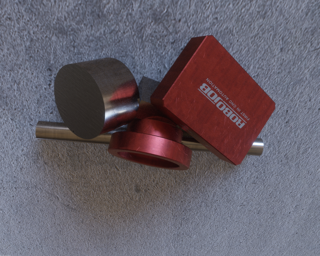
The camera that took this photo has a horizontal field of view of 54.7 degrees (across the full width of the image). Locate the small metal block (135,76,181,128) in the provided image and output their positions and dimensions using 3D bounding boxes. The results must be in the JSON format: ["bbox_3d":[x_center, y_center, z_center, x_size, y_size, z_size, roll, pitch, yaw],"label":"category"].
[{"bbox_3d":[-0.002,-0.030,0.365,0.050,0.050,0.025,18,128,-15],"label":"small metal block"}]

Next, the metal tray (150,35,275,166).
[{"bbox_3d":[0.064,-0.028,0.349,0.130,0.030,0.090,38,82,-28],"label":"metal tray"}]

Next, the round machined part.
[{"bbox_3d":[-0.009,0.019,0.373,0.099,0.042,0.098,11,165,3],"label":"round machined part"}]

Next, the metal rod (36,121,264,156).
[{"bbox_3d":[-0.010,0.015,0.421,0.302,0.025,0.025,5,130,-4],"label":"metal rod"}]

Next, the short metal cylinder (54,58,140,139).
[{"bbox_3d":[-0.069,-0.033,0.337,0.080,0.050,0.079,16,117,34],"label":"short metal cylinder"}]
